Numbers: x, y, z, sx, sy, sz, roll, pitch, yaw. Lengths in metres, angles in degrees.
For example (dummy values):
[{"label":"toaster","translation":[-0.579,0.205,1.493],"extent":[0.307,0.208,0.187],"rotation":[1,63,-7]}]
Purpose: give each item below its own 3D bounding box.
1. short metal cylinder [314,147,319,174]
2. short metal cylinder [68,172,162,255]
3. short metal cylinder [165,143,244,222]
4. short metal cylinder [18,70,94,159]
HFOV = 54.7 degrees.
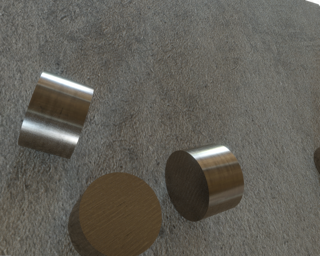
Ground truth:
[{"label":"short metal cylinder","translation":[0.309,0.057,0.519],"extent":[0.081,0.050,0.080],"rotation":[14,56,-21]},{"label":"short metal cylinder","translation":[-0.045,0.090,0.308],"extent":[0.081,0.050,0.080],"rotation":[14,56,-21]},{"label":"short metal cylinder","translation":[0.049,0.061,0.357],"extent":[0.050,0.080,0.080],"rotation":[-9,66,-32]},{"label":"short metal cylinder","translation":[-0.106,-0.013,0.319],"extent":[0.050,0.080,0.080],"rotation":[19,55,-18]}]
